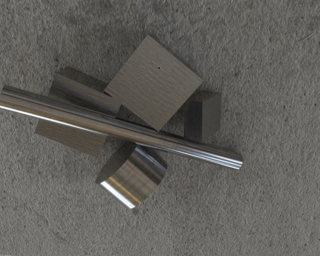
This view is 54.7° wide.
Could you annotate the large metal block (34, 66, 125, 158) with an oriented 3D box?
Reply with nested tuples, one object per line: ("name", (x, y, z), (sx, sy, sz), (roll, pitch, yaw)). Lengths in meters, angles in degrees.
("large metal block", (-0.097, -0.021, 0.389), (0.080, 0.050, 0.080), (24, 108, -9))

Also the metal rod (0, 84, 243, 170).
("metal rod", (-0.026, 0.007, 0.370), (0.302, 0.025, 0.025), (16, 110, -24))

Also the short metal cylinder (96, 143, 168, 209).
("short metal cylinder", (-0.037, 0.056, 0.401), (0.080, 0.080, 0.050), (-42, 105, 14))

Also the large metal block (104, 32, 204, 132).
("large metal block", (-0.007, -0.057, 0.374), (0.080, 0.050, 0.080), (38, 106, -13))

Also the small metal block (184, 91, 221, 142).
("small metal block", (0.054, -0.016, 0.390), (0.025, 0.050, 0.050), (12, 115, 34))
